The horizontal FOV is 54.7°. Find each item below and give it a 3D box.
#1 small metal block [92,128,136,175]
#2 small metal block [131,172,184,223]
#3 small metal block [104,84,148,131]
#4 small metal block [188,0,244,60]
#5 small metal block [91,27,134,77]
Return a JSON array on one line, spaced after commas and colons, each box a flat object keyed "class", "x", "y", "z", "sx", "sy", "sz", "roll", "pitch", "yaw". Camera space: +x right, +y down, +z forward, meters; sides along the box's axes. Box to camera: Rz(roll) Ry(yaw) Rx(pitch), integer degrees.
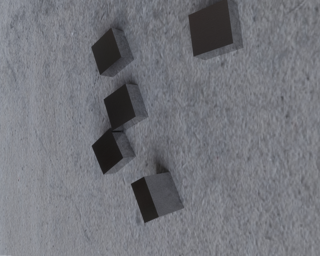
[{"class": "small metal block", "x": -0.070, "y": 0.034, "z": 0.460, "sx": 0.050, "sy": 0.025, "sz": 0.050, "roll": -40, "pitch": 66, "yaw": 32}, {"class": "small metal block", "x": -0.003, "y": 0.086, "z": 0.389, "sx": 0.025, "sy": 0.050, "sz": 0.050, "roll": -34, "pitch": 69, "yaw": 35}, {"class": "small metal block", "x": -0.050, "y": -0.029, "z": 0.444, "sx": 0.050, "sy": 0.025, "sz": 0.050, "roll": -29, "pitch": 72, "yaw": 36}, {"class": "small metal block", "x": 0.063, "y": -0.110, "z": 0.352, "sx": 0.050, "sy": 0.025, "sz": 0.050, "roll": -10, "pitch": 83, "yaw": 39}, {"class": "small metal block", "x": -0.071, "y": -0.111, "z": 0.461, "sx": 0.050, "sy": 0.025, "sz": 0.050, "roll": -31, "pitch": 71, "yaw": 35}]
